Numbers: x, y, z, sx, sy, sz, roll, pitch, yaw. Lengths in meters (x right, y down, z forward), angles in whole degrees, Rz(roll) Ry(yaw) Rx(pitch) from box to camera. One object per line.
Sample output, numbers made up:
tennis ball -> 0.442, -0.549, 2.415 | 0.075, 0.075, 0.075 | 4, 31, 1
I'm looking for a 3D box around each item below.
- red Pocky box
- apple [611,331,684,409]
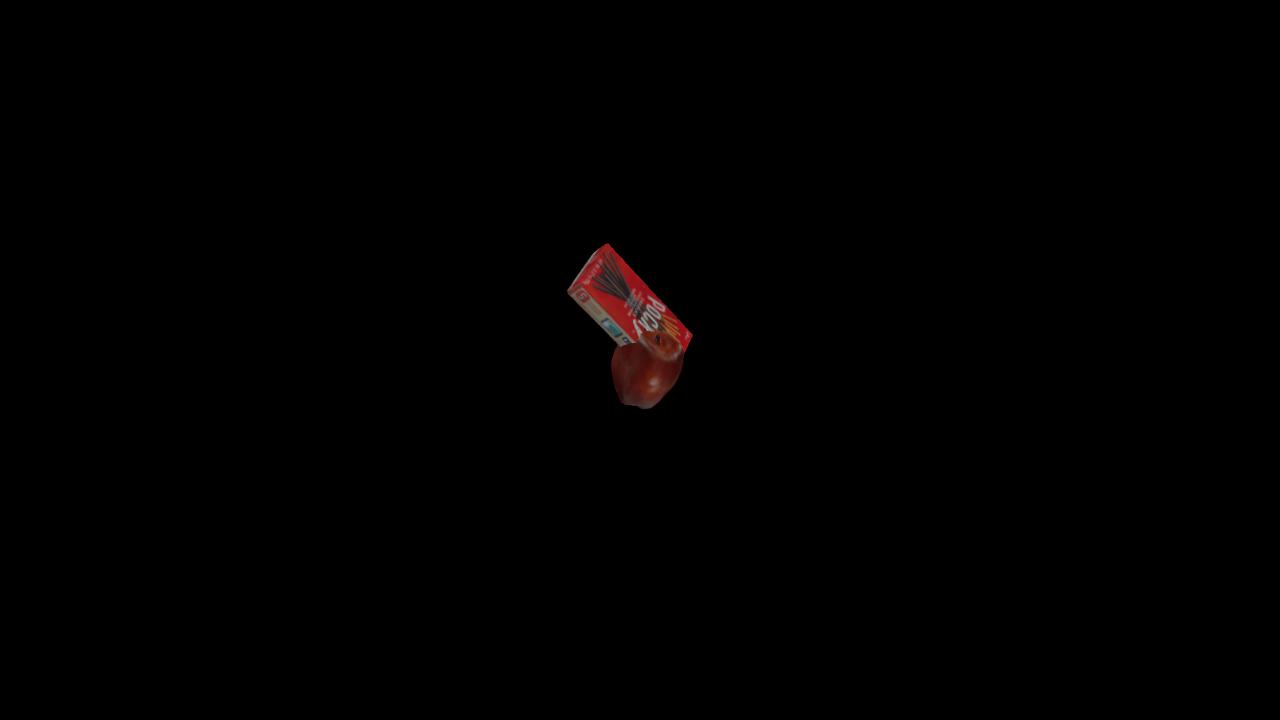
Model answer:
red Pocky box -> -0.007, -0.051, 0.693 | 0.028, 0.155, 0.083 | -27, 27, 40
apple -> 0.006, 0.008, 0.694 | 0.079, 0.093, 0.079 | 17, 31, -11
